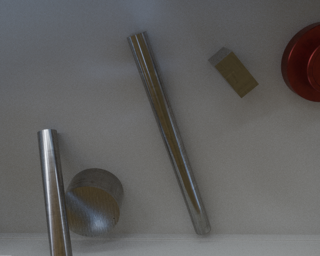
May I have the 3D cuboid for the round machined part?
[{"bbox_3d":[0.204,-0.078,0.376,0.099,0.042,0.097,0,110,-1],"label":"round machined part"}]

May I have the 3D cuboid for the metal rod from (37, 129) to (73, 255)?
[{"bbox_3d":[-0.121,0.147,0.376,0.025,0.025,0.299,-13,75,4],"label":"metal rod"}]

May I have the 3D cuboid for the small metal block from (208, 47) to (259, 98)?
[{"bbox_3d":[0.087,-0.068,0.374,0.025,0.050,0.050,-40,106,13],"label":"small metal block"}]

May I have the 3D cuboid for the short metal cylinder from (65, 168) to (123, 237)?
[{"bbox_3d":[-0.094,0.104,0.435,0.081,0.050,0.079,0,110,-1],"label":"short metal cylinder"}]

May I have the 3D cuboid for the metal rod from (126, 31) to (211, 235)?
[{"bbox_3d":[0.019,0.021,0.419,0.025,0.025,0.298,-17,110,6],"label":"metal rod"}]
